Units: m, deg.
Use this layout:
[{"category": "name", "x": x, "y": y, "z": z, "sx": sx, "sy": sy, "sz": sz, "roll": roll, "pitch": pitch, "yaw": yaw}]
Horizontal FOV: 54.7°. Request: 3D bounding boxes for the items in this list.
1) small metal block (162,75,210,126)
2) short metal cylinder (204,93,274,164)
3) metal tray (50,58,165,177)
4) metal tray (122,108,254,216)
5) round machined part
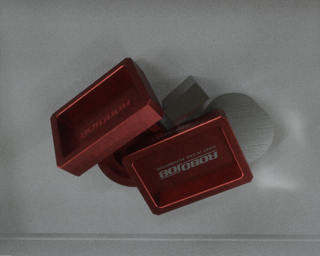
[{"category": "small metal block", "x": 0.030, "y": -0.035, "z": 0.383, "sx": 0.050, "sy": 0.050, "sz": 0.025, "roll": -41, "pitch": 105, "yaw": 12}, {"category": "short metal cylinder", "x": 0.097, "y": 0.000, "z": 0.397, "sx": 0.081, "sy": 0.050, "sz": 0.079, "roll": 0, "pitch": 110, "yaw": -1}, {"category": "metal tray", "x": -0.068, "y": -0.014, "z": 0.367, "sx": 0.130, "sy": 0.090, "sz": 0.030, "roll": -35, "pitch": 138, "yaw": 11}, {"category": "metal tray", "x": 0.033, "y": 0.043, "z": 0.372, "sx": 0.130, "sy": 0.030, "sz": 0.090, "roll": -24, "pitch": 108, "yaw": 12}, {"category": "round machined part", "x": -0.033, "y": 0.026, "z": 0.411, "sx": 0.099, "sy": 0.042, "sz": 0.097, "roll": 0, "pitch": 110, "yaw": -1}]
